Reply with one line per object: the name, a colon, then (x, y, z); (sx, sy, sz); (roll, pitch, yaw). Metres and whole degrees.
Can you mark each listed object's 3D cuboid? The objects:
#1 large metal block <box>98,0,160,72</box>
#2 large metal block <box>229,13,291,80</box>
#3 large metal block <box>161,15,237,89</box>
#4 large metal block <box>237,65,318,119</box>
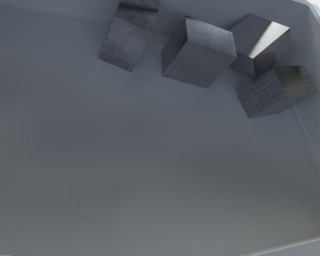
large metal block: (-0.043, -0.140, 0.433); (0.050, 0.080, 0.080); (21, 54, -16)
large metal block: (0.155, -0.135, 0.514); (0.080, 0.050, 0.080); (-40, 49, -9)
large metal block: (0.056, -0.111, 0.468); (0.081, 0.080, 0.050); (12, 57, -22)
large metal block: (0.190, -0.058, 0.505); (0.081, 0.080, 0.050); (-9, 72, -32)
